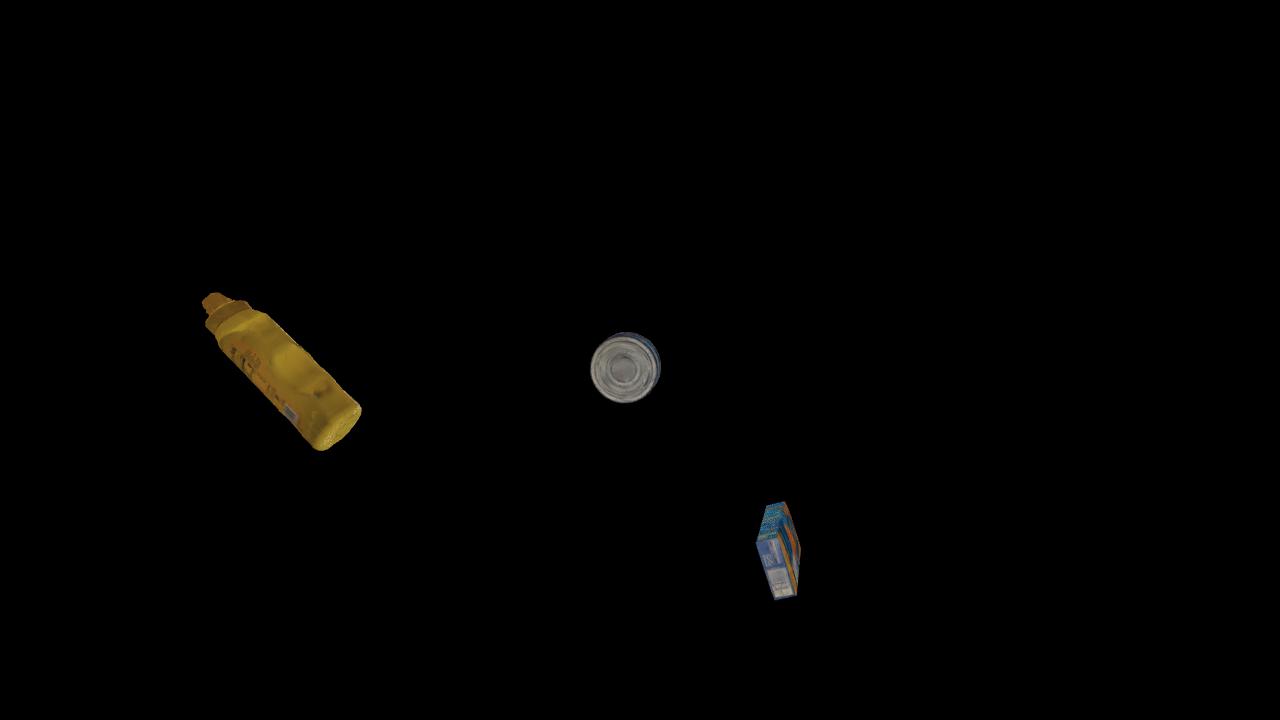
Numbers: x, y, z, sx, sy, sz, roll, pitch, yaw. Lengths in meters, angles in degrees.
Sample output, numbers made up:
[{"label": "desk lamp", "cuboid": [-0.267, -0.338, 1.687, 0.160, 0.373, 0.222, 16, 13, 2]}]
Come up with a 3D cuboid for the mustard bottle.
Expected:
[{"label": "mustard bottle", "cuboid": [-0.361, 0.004, 0.609, 0.054, 0.184, 0.092, -45, 3, -35]}]

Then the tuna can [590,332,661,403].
[{"label": "tuna can", "cuboid": [-0.018, 0.009, 0.745, 0.084, 0.084, 0.034, 0, 8, 8]}]

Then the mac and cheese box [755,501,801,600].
[{"label": "mac and cheese box", "cuboid": [0.224, 0.298, 0.983, 0.041, 0.093, 0.184, -19, -1, 17]}]
